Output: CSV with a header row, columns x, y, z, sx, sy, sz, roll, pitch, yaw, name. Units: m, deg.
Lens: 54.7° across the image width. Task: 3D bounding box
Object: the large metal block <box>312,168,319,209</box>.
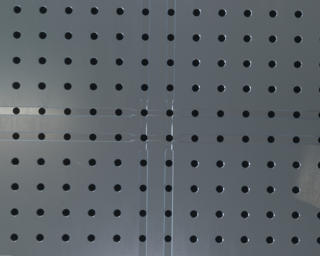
x,y,z,sx,sy,sz,roll,pitch,yaw,name
0.257,0.075,0.403,0.080,0.050,0.080,12,90,0,large metal block
